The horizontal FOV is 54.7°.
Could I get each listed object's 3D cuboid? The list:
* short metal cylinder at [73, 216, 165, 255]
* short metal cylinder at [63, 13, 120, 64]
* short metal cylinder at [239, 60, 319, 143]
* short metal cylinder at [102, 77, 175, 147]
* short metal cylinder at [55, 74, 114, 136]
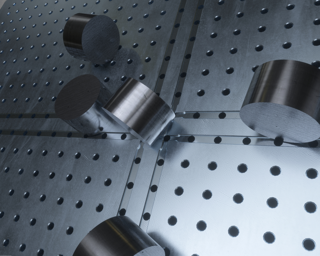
[{"bbox_3d":[-0.041,0.137,0.311,0.050,0.080,0.080,31,79,38],"label":"short metal cylinder"},{"bbox_3d":[-0.115,-0.152,0.527,0.050,0.080,0.080,21,73,36],"label":"short metal cylinder"},{"bbox_3d":[0.130,-0.026,0.320,0.080,0.080,0.050,12,68,33],"label":"short metal cylinder"},{"bbox_3d":[-0.028,-0.020,0.400,0.080,0.080,0.050,32,80,38],"label":"short metal cylinder"},{"bbox_3d":[-0.111,-0.035,0.472,0.080,0.050,0.080,-13,56,21],"label":"short metal cylinder"}]
